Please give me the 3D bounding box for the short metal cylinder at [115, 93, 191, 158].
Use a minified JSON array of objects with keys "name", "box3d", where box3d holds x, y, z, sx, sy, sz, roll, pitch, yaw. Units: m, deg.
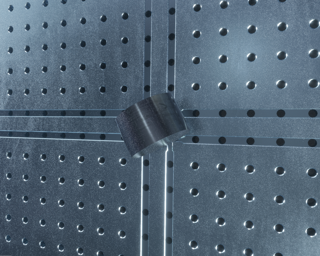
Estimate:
[{"name":"short metal cylinder","box3d":[-0.009,-0.002,0.386,0.080,0.080,0.050,-30,80,18]}]
